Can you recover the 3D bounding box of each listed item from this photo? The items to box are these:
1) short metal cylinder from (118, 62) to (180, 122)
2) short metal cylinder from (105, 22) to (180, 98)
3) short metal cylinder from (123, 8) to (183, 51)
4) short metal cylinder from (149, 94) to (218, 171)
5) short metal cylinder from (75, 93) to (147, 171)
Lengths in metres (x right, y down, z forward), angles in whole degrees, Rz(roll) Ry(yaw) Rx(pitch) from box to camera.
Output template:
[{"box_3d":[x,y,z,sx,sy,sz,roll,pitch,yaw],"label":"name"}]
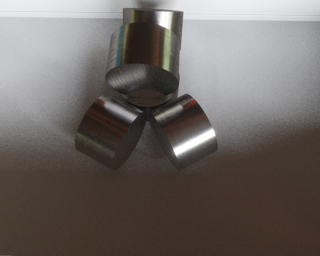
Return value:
[{"box_3d":[-0.015,-0.055,0.413,0.081,0.050,0.080,0,70,0],"label":"short metal cylinder"},{"box_3d":[-0.018,-0.074,0.352,0.080,0.080,0.050,3,70,1],"label":"short metal cylinder"},{"box_3d":[-0.010,-0.134,0.421,0.080,0.080,0.050,4,113,1],"label":"short metal cylinder"},{"box_3d":[0.027,0.005,0.377,0.050,0.080,0.080,-27,73,-9],"label":"short metal cylinder"},{"box_3d":[-0.058,0.005,0.376,0.050,0.080,0.080,28,72,10],"label":"short metal cylinder"}]
